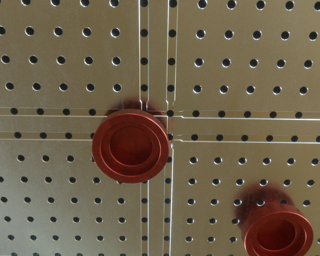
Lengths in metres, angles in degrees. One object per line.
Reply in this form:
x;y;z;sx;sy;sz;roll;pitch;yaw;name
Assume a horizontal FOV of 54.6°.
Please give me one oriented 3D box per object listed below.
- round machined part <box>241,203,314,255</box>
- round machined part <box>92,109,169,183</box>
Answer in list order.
0.170;0.153;0.462;0.099;0.042;0.097;0;110;0;round machined part
-0.037;0.021;0.412;0.099;0.042;0.097;0;110;0;round machined part
